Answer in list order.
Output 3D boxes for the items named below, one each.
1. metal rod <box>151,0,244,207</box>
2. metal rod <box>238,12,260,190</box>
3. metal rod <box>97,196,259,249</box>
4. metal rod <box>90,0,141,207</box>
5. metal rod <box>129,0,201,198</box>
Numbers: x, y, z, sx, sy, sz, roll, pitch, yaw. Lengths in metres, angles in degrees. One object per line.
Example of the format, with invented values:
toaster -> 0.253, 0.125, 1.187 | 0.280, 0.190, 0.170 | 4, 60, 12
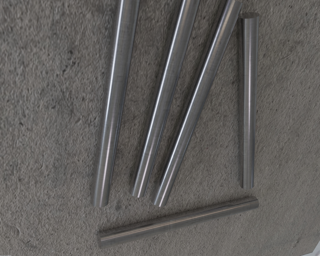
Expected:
metal rod -> 0.042, -0.018, 0.417 | 0.025, 0.025, 0.298 | 4, 116, -31
metal rod -> 0.132, -0.019, 0.466 | 0.025, 0.025, 0.298 | -22, 127, -15
metal rod -> 0.045, 0.155, 0.526 | 0.303, 0.025, 0.025 | -5, 121, -26
metal rod -> -0.053, -0.031, 0.358 | 0.025, 0.025, 0.298 | -2, 119, -28
metal rod -> 0.004, -0.039, 0.384 | 0.025, 0.025, 0.298 | 1, 118, -29
